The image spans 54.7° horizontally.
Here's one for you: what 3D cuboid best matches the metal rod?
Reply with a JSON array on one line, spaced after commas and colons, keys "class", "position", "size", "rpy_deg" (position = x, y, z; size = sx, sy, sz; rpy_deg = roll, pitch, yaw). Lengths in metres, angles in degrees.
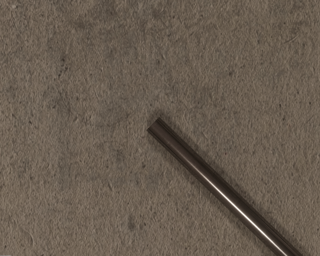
[{"class": "metal rod", "position": [0.099, 0.098, 0.411], "size": [0.300, 0.025, 0.025], "rpy_deg": [44, 90, -1]}]
